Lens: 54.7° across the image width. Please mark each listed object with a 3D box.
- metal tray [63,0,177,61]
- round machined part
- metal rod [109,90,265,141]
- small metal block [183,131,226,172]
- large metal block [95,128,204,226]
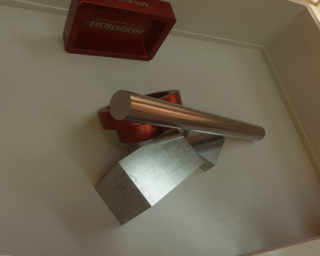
[{"bbox_3d":[-0.055,-0.135,0.417,0.131,0.090,0.030,-1,63,-29],"label":"metal tray"},{"bbox_3d":[-0.020,-0.013,0.366,0.099,0.098,0.042,-23,105,-37],"label":"round machined part"},{"bbox_3d":[0.061,-0.005,0.370,0.302,0.025,0.025,8,55,-51],"label":"metal rod"},{"bbox_3d":[0.056,0.023,0.424,0.050,0.025,0.050,34,51,-6],"label":"small metal block"},{"bbox_3d":[-0.013,0.052,0.333,0.081,0.080,0.050,-32,81,-38],"label":"large metal block"}]
